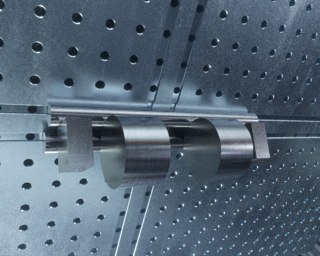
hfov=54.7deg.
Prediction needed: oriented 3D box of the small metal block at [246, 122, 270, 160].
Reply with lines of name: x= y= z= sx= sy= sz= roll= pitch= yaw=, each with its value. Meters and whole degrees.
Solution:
small metal block: x=0.127 y=0.022 z=0.449 sx=0.025 sy=0.050 sz=0.050 roll=1 pitch=77 yaw=-28

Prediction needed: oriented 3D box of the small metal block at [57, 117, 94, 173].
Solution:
small metal block: x=-0.091 y=0.020 z=0.329 sx=0.025 sy=0.050 sz=0.050 roll=1 pitch=76 yaw=-29

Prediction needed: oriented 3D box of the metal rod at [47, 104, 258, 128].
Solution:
metal rod: x=0.012 y=-0.012 z=0.410 sx=0.303 sy=0.025 sz=0.025 roll=1 pitch=118 yaw=-29

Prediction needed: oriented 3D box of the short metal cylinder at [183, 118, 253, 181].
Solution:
short metal cylinder: x=0.073 y=0.027 z=0.404 sx=0.050 sy=0.080 sz=0.079 roll=1 pitch=118 yaw=-29

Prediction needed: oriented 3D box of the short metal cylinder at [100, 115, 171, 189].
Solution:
short metal cylinder: x=-0.030 y=0.026 z=0.347 sx=0.050 sy=0.080 sz=0.079 roll=1 pitch=118 yaw=-29

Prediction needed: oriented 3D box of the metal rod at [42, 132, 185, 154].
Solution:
metal rod: x=0.001 y=0.018 z=0.423 sx=0.303 sy=0.025 sz=0.025 roll=1 pitch=118 yaw=-29
